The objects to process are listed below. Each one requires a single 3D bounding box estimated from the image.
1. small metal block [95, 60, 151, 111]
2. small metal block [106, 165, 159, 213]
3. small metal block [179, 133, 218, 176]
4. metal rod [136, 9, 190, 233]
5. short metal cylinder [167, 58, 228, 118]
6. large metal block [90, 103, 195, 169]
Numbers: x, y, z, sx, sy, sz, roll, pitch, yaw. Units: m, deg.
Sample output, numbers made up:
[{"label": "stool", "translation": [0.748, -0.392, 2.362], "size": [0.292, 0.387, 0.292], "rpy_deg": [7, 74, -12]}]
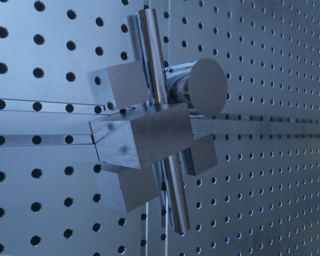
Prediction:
[{"label": "small metal block", "translation": [-0.044, -0.051, 0.374], "size": [0.050, 0.025, 0.050], "rpy_deg": [-22, 104, -38]}, {"label": "small metal block", "translation": [-0.033, 0.069, 0.383], "size": [0.050, 0.025, 0.050], "rpy_deg": [-20, 103, -38]}, {"label": "small metal block", "translation": [0.056, 0.037, 0.459], "size": [0.050, 0.025, 0.050], "rpy_deg": [-19, 102, -39]}, {"label": "metal rod", "translation": [0.006, -0.003, 0.416], "size": [0.025, 0.025, 0.298], "rpy_deg": [-16, 100, -39]}, {"label": "short metal cylinder", "translation": [0.050, -0.055, 0.436], "size": [0.081, 0.050, 0.079], "rpy_deg": [0, 90, -40]}, {"label": "large metal block", "translation": [-0.020, 0.006, 0.356], "size": [0.081, 0.080, 0.050], "rpy_deg": [-20, 103, -39]}]
